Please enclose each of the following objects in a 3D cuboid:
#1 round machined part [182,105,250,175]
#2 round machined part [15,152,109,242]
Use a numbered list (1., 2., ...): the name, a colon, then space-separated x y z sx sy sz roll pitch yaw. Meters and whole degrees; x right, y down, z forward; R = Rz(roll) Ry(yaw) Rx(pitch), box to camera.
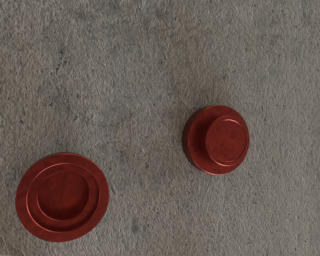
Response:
1. round machined part: 0.084 0.017 0.431 0.099 0.042 0.097 0 90 -20
2. round machined part: -0.112 0.076 0.359 0.099 0.042 0.097 0 90 -20
